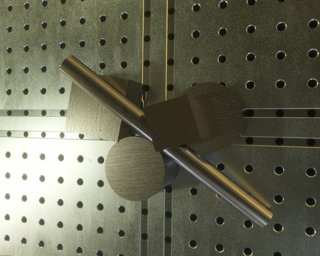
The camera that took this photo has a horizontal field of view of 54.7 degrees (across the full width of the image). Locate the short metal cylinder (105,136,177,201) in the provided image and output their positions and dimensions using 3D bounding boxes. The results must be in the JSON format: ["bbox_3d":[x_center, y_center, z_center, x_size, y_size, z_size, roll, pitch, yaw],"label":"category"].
[{"bbox_3d":[-0.024,0.050,0.404,0.080,0.050,0.079,0,90,20],"label":"short metal cylinder"}]

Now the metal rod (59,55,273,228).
[{"bbox_3d":[0.006,0.015,0.369,0.300,0.025,0.025,38,103,1],"label":"metal rod"}]

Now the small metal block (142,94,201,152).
[{"bbox_3d":[0.013,-0.004,0.343,0.050,0.025,0.050,-17,84,1],"label":"small metal block"}]

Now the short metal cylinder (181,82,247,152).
[{"bbox_3d":[0.061,-0.012,0.374,0.080,0.050,0.079,0,90,20],"label":"short metal cylinder"}]

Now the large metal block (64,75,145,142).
[{"bbox_3d":[-0.074,-0.029,0.419,0.080,0.050,0.079,12,94,19],"label":"large metal block"}]
